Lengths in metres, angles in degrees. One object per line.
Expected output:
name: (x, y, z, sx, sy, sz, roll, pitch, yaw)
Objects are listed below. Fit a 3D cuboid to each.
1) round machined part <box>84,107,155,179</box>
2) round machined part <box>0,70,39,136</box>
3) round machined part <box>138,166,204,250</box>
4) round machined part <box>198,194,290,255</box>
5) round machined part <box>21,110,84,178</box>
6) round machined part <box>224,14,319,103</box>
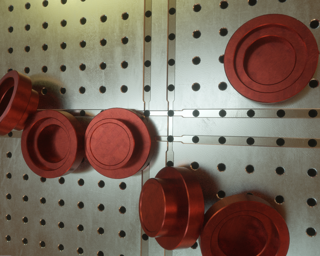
round machined part: (-0.060, 0.021, 0.421, 0.098, 0.042, 0.097, 0, 90, 15)
round machined part: (-0.220, -0.034, 0.468, 0.098, 0.042, 0.098, -19, 58, 35)
round machined part: (0.007, 0.095, 0.373, 0.098, 0.042, 0.098, -23, 63, 58)
round machined part: (0.093, 0.123, 0.359, 0.099, 0.042, 0.097, 0, 99, -2)
round machined part: (-0.151, 0.022, 0.458, 0.098, 0.042, 0.097, 0, 90, 20)
round machined part: (0.126, -0.077, 0.359, 0.098, 0.042, 0.097, 0, 90, 20)
